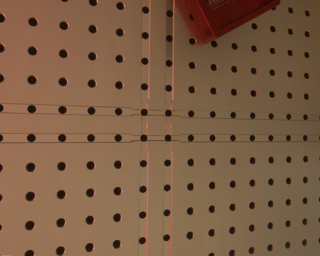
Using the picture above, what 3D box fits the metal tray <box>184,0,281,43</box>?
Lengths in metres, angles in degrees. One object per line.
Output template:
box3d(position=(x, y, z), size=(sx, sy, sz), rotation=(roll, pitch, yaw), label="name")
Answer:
box3d(position=(0.103, -0.192, 0.447), size=(0.131, 0.030, 0.090), rotation=(-32, 101, -17), label="metal tray")
